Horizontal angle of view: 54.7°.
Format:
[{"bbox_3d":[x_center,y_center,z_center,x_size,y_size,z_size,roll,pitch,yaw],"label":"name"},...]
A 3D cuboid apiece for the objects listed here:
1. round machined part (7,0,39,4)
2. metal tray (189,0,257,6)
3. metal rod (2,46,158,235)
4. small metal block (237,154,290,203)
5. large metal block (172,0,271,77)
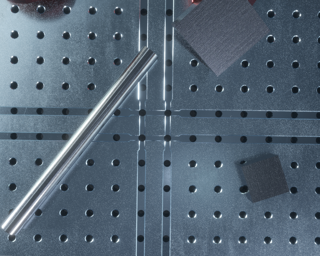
[{"bbox_3d":[-0.178,-0.210,0.402,0.099,0.042,0.097,0,90,-1],"label":"round machined part"},{"bbox_3d":[0.078,-0.227,0.411,0.091,0.030,0.129,-8,90,-1],"label":"metal tray"},{"bbox_3d":[-0.105,0.016,0.411,0.025,0.025,0.300,38,90,-1],"label":"metal rod"},{"bbox_3d":[0.137,0.067,0.415,0.050,0.025,0.050,-18,90,-1],"label":"small metal block"},{"bbox_3d":[0.072,-0.125,0.383,0.080,0.050,0.080,-41,108,12],"label":"large metal block"}]
